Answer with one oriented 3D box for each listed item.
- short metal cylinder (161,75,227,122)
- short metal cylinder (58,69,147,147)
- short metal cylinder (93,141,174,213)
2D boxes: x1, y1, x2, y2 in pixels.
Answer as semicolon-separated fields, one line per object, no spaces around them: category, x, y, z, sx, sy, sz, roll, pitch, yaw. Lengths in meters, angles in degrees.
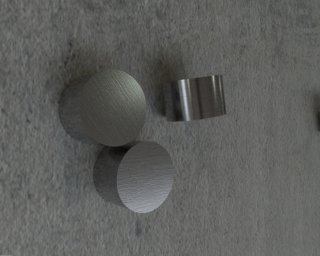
short metal cylinder;0.045;-0.040;0.408;0.081;0.080;0.050;-13;99;-40
short metal cylinder;-0.062;-0.021;0.338;0.081;0.050;0.079;0;90;-40
short metal cylinder;-0.030;0.054;0.365;0.081;0.050;0.079;0;90;-40
